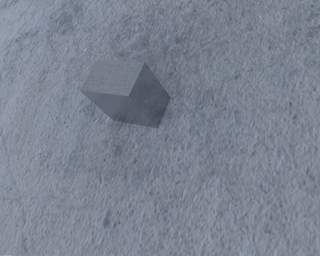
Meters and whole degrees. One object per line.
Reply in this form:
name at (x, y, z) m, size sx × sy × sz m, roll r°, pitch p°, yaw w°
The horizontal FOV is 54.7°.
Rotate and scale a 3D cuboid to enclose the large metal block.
large metal block at (-0.044, -0.046, 0.418) m, size 0.080 × 0.080 × 0.050 m, roll 10°, pitch 67°, yaw 32°
